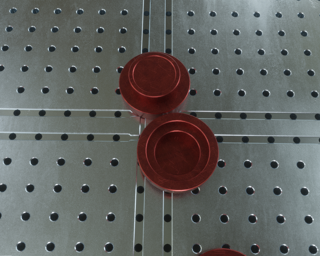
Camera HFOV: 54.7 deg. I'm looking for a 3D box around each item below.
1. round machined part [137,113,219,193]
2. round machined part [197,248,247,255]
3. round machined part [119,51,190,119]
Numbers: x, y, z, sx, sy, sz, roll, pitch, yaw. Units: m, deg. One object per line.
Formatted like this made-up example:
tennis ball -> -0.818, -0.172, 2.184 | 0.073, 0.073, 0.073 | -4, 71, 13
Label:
round machined part -> 0.021, 0.033, 0.391 | 0.099, 0.042, 0.098 | 0, 70, -1
round machined part -> 0.072, 0.183, 0.337 | 0.099, 0.042, 0.098 | 0, 70, -1
round machined part -> -0.007, -0.064, 0.426 | 0.099, 0.042, 0.098 | 0, 70, -1
